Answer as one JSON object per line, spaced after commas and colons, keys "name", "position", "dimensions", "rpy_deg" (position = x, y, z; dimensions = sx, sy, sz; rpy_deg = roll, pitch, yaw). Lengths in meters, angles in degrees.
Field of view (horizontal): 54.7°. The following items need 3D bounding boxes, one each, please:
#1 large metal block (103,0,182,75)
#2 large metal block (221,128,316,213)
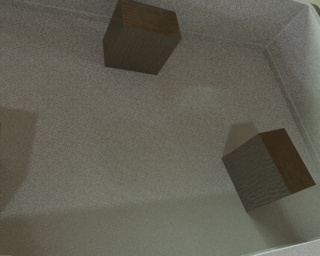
{"name": "large metal block", "position": [-0.028, -0.123, 0.430], "dimensions": [0.081, 0.080, 0.050], "rpy_deg": [5, 60, -26]}
{"name": "large metal block", "position": [0.140, 0.057, 0.411], "dimensions": [0.050, 0.080, 0.080], "rpy_deg": [-9, 66, -32]}
